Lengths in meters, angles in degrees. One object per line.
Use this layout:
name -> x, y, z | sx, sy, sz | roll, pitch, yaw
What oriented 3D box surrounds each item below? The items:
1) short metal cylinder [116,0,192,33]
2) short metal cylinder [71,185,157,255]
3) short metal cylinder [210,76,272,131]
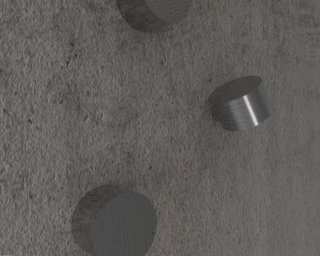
short metal cylinder -> -0.007, -0.164, 0.382 | 0.081, 0.050, 0.080 | 0, 90, -40
short metal cylinder -> -0.050, 0.107, 0.346 | 0.081, 0.050, 0.080 | 0, 90, -40
short metal cylinder -> 0.123, -0.038, 0.471 | 0.080, 0.080, 0.050 | -42, 116, -32
